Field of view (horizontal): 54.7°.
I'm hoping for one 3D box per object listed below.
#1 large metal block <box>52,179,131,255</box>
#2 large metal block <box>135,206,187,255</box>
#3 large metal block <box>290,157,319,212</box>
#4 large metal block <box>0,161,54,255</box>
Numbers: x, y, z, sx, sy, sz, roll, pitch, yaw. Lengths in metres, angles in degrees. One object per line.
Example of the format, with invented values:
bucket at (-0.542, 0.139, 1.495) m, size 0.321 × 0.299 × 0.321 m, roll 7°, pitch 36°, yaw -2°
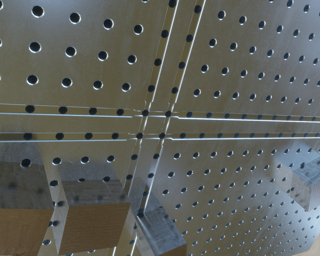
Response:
large metal block at (-0.094, 0.118, 0.418) m, size 0.081 × 0.050 × 0.079 m, roll 4°, pitch 117°, yaw -31°
large metal block at (0.001, 0.189, 0.495) m, size 0.050 × 0.080 × 0.079 m, roll -15°, pitch 125°, yaw -20°
large metal block at (0.326, 0.117, 0.649) m, size 0.081 × 0.050 × 0.080 m, roll -24°, pitch 127°, yaw -14°
large metal block at (-0.162, 0.095, 0.347) m, size 0.050 × 0.080 × 0.079 m, roll 12°, pitch 112°, yaw -34°
